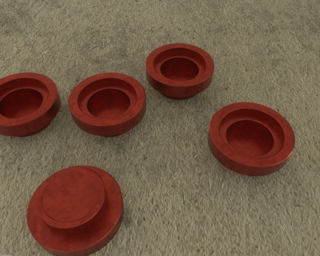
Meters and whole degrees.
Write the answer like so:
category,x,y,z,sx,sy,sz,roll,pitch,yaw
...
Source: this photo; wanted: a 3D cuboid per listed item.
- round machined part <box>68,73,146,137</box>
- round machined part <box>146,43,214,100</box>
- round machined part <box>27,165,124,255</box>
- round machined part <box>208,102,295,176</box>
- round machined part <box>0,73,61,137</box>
category,x,y,z,sx,sy,sz,roll,pitch,yaw
round machined part,-0.068,-0.027,0.414,0.099,0.042,0.098,0,50,0
round machined part,0.029,-0.080,0.459,0.099,0.042,0.098,0,50,0
round machined part,-0.089,0.080,0.324,0.099,0.042,0.098,0,50,0
round machined part,0.108,0.017,0.378,0.099,0.042,0.098,0,50,0
round machined part,-0.182,-0.027,0.413,0.099,0.042,0.098,0,50,0
